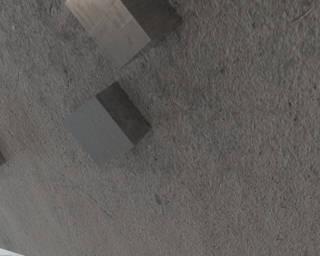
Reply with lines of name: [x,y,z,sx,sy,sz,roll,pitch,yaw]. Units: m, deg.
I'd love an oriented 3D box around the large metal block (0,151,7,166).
large metal block: [-0.368,0.047,0.614,0.080,0.050,0.080,0,118,28]

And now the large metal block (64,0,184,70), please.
large metal block: [-0.032,-0.117,0.316,0.050,0.080,0.080,-33,100,38]

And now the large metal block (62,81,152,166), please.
large metal block: [-0.073,-0.004,0.427,0.080,0.050,0.080,-29,102,37]
